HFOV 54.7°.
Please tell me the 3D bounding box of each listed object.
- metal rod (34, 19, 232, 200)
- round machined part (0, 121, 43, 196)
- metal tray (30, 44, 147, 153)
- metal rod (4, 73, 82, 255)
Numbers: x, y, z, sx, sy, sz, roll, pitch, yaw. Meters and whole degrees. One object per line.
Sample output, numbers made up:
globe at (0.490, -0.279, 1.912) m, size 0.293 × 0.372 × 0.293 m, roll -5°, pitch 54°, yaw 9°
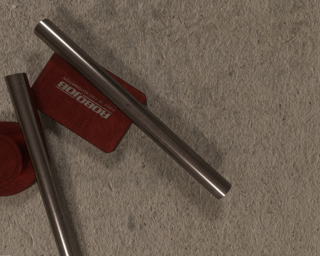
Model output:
metal rod at (-0.032, -0.022, 0.379) m, size 0.300 × 0.025 × 0.025 m, roll 42°, pitch 90°, yaw -1°
round machined part at (-0.203, 0.040, 0.399) m, size 0.099 × 0.042 × 0.097 m, roll 0°, pitch 90°, yaw -1°
metal tray at (-0.094, -0.038, 0.406) m, size 0.130 × 0.030 × 0.090 m, roll 33°, pitch 90°, yaw -1°
metal rod at (-0.138, 0.080, 0.391) m, size 0.025 × 0.025 × 0.298 m, roll -14°, pitch 97°, yaw 0°
